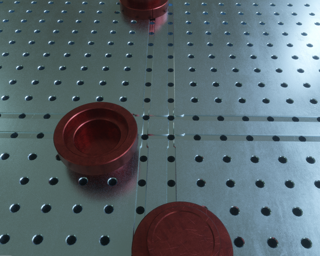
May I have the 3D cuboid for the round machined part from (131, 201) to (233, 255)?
[{"bbox_3d":[0.021,0.115,0.300,0.099,0.042,0.098,0,50,0],"label":"round machined part"}]

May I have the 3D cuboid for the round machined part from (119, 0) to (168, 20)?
[{"bbox_3d":[-0.032,-0.260,0.615,0.099,0.042,0.098,0,50,0],"label":"round machined part"}]

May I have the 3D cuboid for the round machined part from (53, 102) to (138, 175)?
[{"bbox_3d":[-0.076,0.017,0.382,0.099,0.042,0.098,0,50,0],"label":"round machined part"}]
